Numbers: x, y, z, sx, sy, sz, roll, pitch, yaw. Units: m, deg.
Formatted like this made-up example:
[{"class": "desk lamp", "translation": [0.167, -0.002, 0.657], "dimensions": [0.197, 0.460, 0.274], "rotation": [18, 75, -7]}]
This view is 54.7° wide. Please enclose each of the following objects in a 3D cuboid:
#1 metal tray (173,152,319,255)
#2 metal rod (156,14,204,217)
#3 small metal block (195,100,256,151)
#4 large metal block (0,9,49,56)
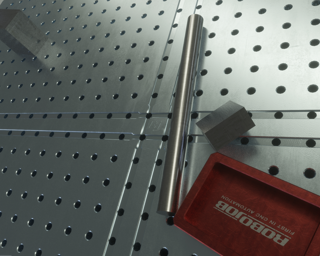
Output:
[{"class": "metal tray", "translation": [0.089, 0.088, 0.303], "dimensions": [0.130, 0.030, 0.090], "rotation": [23, 74, 36]}, {"class": "metal rod", "translation": [0.032, -0.036, 0.412], "dimensions": [0.025, 0.025, 0.299], "rotation": [-4, 60, 26]}, {"class": "small metal block", "translation": [0.073, -0.004, 0.355], "dimensions": [0.050, 0.025, 0.050], "rotation": [-34, 14, 3]}, {"class": "large metal block", "translation": [-0.299, -0.200, 0.649], "dimensions": [0.080, 0.080, 0.050], "rotation": [16, 70, 34]}]
